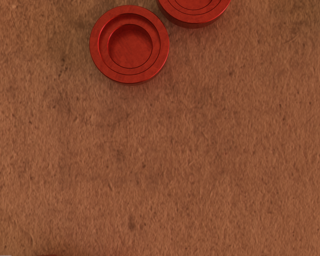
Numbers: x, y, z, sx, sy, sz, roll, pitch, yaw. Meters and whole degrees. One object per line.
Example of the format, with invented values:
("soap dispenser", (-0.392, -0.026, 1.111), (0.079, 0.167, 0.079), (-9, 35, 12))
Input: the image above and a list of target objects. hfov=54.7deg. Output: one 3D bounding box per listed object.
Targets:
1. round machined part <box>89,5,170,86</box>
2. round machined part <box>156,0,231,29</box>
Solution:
("round machined part", (-0.038, -0.103, 0.401), (0.099, 0.042, 0.097), (0, 90, -1))
("round machined part", (0.042, -0.177, 0.402), (0.099, 0.042, 0.097), (0, 90, -1))
